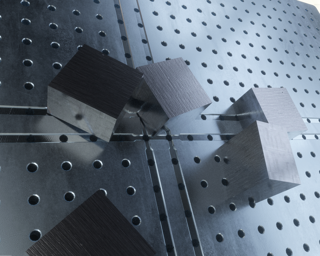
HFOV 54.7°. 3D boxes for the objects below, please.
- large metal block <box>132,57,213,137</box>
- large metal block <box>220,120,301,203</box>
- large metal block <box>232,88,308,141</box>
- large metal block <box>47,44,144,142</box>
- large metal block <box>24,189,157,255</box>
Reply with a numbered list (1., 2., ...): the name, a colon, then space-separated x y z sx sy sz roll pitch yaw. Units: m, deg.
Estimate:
1. large metal block: 0.010 -0.044 0.426 0.081 0.050 0.080 -22 74 -36
2. large metal block: 0.130 0.048 0.416 0.050 0.080 0.080 12 57 -22
3. large metal block: 0.177 -0.018 0.501 0.081 0.050 0.080 -4 64 -31
4. large metal block: -0.076 -0.042 0.371 0.080 0.050 0.080 26 52 -2
5. large metal block: -0.065 0.118 0.286 0.080 0.050 0.080 47 51 4
